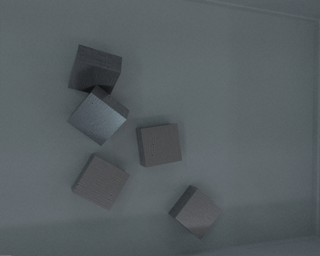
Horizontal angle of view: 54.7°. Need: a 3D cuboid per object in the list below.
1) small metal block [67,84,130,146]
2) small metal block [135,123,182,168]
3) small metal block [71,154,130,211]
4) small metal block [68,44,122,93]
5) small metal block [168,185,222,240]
[{"bbox_3d":[-0.073,-0.015,0.371,0.050,0.025,0.050,38,114,-17],"label":"small metal block"},{"bbox_3d":[-0.002,0.022,0.411,0.050,0.025,0.050,-9,93,-20],"label":"small metal block"},{"bbox_3d":[-0.074,0.066,0.384,0.050,0.025,0.050,33,79,-18],"label":"small metal block"},{"bbox_3d":[-0.077,-0.065,0.366,0.050,0.050,0.025,13,56,-20],"label":"small metal block"},{"bbox_3d":[0.049,0.116,0.430,0.050,0.025,0.050,43,76,-15],"label":"small metal block"}]
